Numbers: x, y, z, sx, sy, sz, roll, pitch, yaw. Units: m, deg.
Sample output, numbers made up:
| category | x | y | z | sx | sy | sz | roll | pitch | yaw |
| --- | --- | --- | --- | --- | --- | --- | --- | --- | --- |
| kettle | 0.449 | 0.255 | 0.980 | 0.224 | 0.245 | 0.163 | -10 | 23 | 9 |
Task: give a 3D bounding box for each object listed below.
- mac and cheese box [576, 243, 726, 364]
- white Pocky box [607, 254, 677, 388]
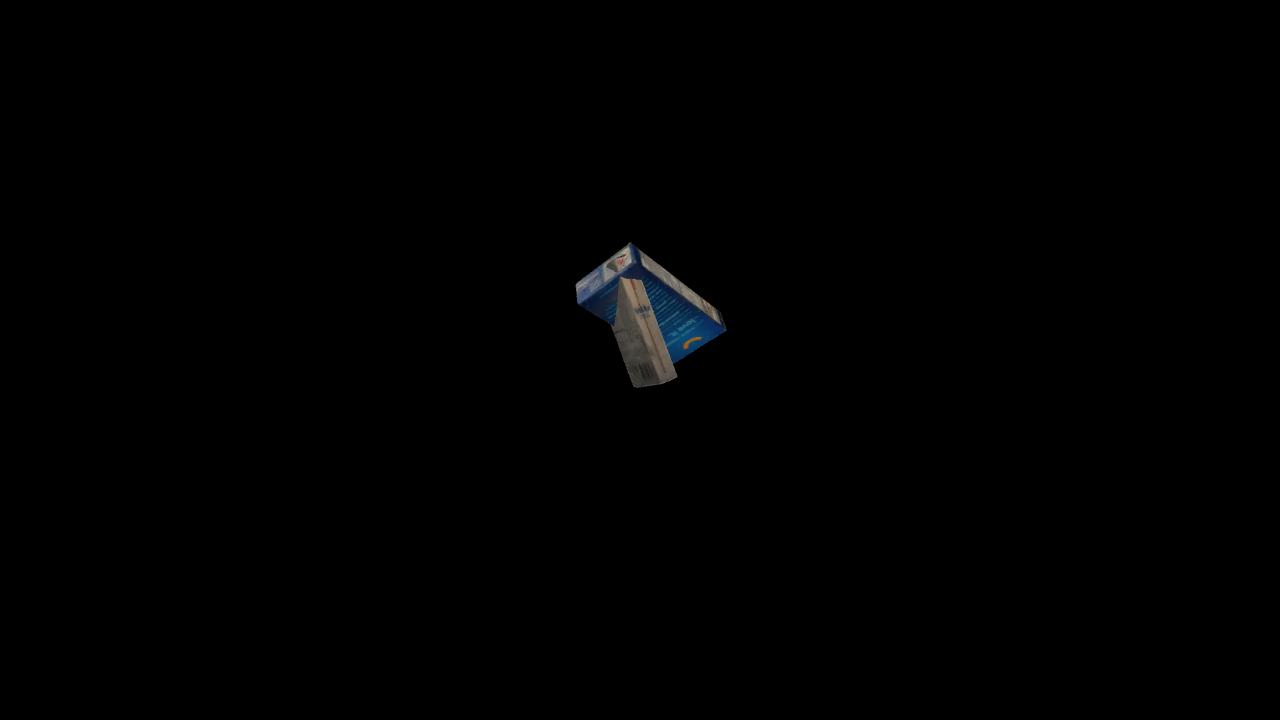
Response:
| category | x | y | z | sx | sy | sz | roll | pitch | yaw |
| --- | --- | --- | --- | --- | --- | --- | --- | --- | --- |
| mac and cheese box | 0.017 | -0.065 | 0.769 | 0.093 | 0.041 | 0.184 | -34 | -43 | 25 |
| white Pocky box | -0.009 | -0.043 | 0.736 | 0.028 | 0.154 | 0.084 | -21 | 3 | -22 |
